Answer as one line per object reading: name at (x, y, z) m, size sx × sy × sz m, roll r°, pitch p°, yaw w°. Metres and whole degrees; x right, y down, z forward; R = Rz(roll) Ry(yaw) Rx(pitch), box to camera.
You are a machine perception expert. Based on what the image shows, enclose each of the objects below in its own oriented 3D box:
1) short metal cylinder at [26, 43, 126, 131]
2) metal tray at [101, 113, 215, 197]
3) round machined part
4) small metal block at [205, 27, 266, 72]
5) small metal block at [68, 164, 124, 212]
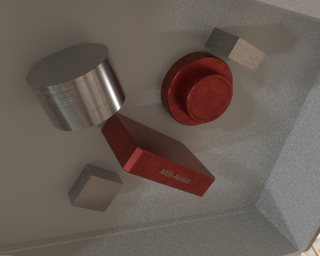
short metal cylinder at (-0.080, -0.042, 0.304) m, size 0.080 × 0.080 × 0.050 m, roll -27°, pitch 128°, yaw -12°
metal tray at (-0.001, 0.034, 0.388) m, size 0.131 × 0.090 × 0.030 m, roll 26°, pitch 104°, yaw -38°
round machined part at (0.054, -0.045, 0.401) m, size 0.099 × 0.042 × 0.097 m, roll -14°, pitch 125°, yaw -21°
small metal block at (0.093, -0.097, 0.385) m, size 0.050 × 0.050 × 0.025 m, roll 16°, pitch 110°, yaw -35°
small metal block at (-0.086, 0.081, 0.413) m, size 0.050 × 0.025 × 0.050 m, roll 25°, pitch 104°, yaw -37°
